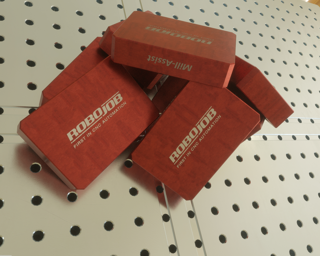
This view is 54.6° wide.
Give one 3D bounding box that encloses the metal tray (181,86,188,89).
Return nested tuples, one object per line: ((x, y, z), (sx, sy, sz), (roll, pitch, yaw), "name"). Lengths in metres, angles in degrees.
((0.082, -0.073, 0.465), (0.131, 0.030, 0.090), (23, 50, -39), "metal tray")

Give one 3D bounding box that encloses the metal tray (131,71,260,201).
((0.040, 0.008, 0.364), (0.090, 0.130, 0.030), (38, 9, -4), "metal tray")

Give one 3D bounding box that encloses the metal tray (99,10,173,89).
((-0.015, -0.117, 0.443), (0.090, 0.030, 0.131), (41, 37, -2), "metal tray")

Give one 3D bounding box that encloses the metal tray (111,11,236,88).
((0.019, -0.095, 0.360), (0.131, 0.030, 0.090), (14, 39, 4), "metal tray")

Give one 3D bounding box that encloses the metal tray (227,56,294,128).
((0.113, -0.062, 0.422), (0.090, 0.030, 0.130), (39, 12, -29), "metal tray")

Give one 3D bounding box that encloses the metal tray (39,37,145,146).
((-0.075, -0.050, 0.394), (0.090, 0.030, 0.130), (34, 51, -6), "metal tray")

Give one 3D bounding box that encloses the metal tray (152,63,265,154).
((0.063, -0.028, 0.417), (0.130, 0.090, 0.030), (38, 52, -2), "metal tray")

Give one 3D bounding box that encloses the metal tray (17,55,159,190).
((-0.073, -0.008, 0.341), (0.131, 0.030, 0.090), (-45, 104, -28), "metal tray")
